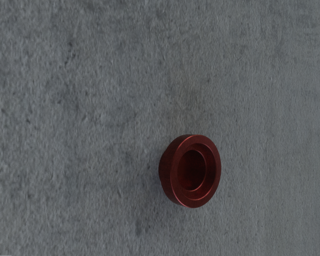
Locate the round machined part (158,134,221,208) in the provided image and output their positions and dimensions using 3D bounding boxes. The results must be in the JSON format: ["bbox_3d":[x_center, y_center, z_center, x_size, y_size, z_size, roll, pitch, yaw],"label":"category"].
[{"bbox_3d":[0.037,0.057,0.427,0.099,0.042,0.097,0,90,-40],"label":"round machined part"}]
